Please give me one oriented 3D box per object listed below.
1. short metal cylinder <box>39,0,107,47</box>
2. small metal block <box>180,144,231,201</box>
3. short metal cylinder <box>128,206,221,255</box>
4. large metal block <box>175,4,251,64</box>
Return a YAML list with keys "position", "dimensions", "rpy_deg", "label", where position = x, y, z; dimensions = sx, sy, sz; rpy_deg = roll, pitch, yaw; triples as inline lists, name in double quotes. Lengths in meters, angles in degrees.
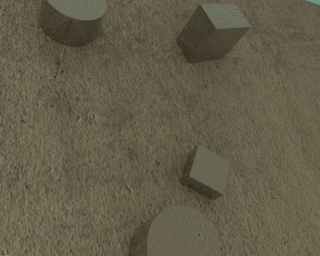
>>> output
- position: [-0.119, -0.158, 0.420]
  dimensions: [0.081, 0.050, 0.080]
  rpy_deg: [14, 56, -21]
  label: "short metal cylinder"
- position: [0.059, 0.057, 0.400]
  dimensions: [0.050, 0.025, 0.050]
  rpy_deg: [30, 52, -10]
  label: "small metal block"
- position: [0.014, 0.126, 0.318]
  dimensions: [0.081, 0.050, 0.080]
  rpy_deg: [14, 56, -21]
  label: "short metal cylinder"
- position: [0.086, -0.155, 0.509]
  dimensions: [0.081, 0.080, 0.050]
  rpy_deg: [-16, 70, -34]
  label: "large metal block"
